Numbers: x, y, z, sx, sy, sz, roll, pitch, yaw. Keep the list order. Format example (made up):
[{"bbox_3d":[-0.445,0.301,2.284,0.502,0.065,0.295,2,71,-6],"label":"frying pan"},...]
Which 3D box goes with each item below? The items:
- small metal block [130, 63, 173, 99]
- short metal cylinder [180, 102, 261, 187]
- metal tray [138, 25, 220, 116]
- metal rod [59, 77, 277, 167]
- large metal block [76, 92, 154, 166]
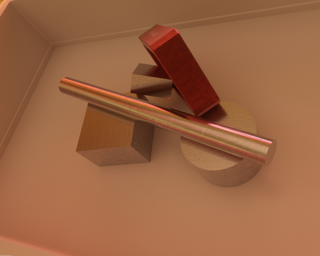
[{"bbox_3d":[-0.008,-0.062,0.401,0.050,0.025,0.050,9,27,3],"label":"small metal block"},{"bbox_3d":[0.069,0.018,0.340,0.080,0.050,0.080,-13,56,20],"label":"short metal cylinder"},{"bbox_3d":[0.018,-0.073,0.365,0.030,0.090,0.130,-35,22,4],"label":"metal tray"},{"bbox_3d":[-0.018,-0.019,0.358,0.300,0.025,0.025,20,72,35],"label":"metal rod"},{"bbox_3d":[-0.056,0.002,0.415,0.080,0.050,0.080,-7,59,24],"label":"large metal block"}]
